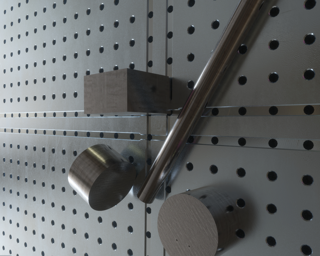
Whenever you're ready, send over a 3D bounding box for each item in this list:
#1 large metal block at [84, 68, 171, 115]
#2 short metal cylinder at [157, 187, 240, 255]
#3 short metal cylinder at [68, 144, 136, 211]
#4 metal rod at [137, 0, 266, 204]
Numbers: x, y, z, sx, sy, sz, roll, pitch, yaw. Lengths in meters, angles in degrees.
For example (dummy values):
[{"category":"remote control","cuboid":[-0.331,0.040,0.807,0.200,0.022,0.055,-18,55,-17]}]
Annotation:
[{"category":"large metal block","cuboid":[-0.042,-0.043,0.409,0.080,0.081,0.050,0,90,40]},{"category":"short metal cylinder","cuboid":[0.044,0.112,0.357,0.080,0.050,0.079,0,90,40]},{"category":"short metal cylinder","cuboid":[-0.081,0.070,0.441,0.050,0.081,0.079,33,110,35]},{"category":"metal rod","cuboid":[0.043,-0.029,0.373,0.025,0.025,0.298,41,115,32]}]
